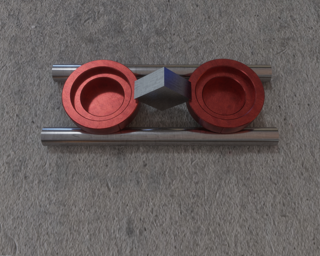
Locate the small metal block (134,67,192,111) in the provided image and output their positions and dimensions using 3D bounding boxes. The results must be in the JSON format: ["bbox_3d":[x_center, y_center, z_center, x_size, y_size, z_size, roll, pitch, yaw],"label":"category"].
[{"bbox_3d":[0.004,-0.047,0.385,0.050,0.050,0.025,-18,63,40],"label":"small metal block"}]

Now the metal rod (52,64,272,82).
[{"bbox_3d":[0.003,-0.077,0.437,0.302,0.025,0.025,0,70,0],"label":"metal rod"}]

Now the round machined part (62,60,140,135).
[{"bbox_3d":[-0.074,-0.037,0.409,0.099,0.042,0.098,0,70,0],"label":"round machined part"}]

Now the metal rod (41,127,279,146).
[{"bbox_3d":[0.000,0.011,0.405,0.302,0.025,0.025,0,70,0],"label":"metal rod"}]

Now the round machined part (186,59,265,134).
[{"bbox_3d":[0.083,-0.039,0.409,0.099,0.042,0.098,0,70,0],"label":"round machined part"}]
